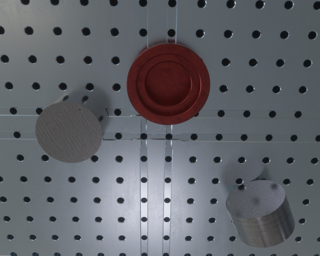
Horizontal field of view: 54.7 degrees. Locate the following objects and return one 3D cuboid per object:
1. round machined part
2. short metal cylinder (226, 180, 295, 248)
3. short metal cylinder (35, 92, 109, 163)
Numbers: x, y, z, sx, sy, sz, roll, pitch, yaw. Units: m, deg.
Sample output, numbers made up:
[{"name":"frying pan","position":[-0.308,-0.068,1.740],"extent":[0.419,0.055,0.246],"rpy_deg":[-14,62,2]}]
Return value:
[{"name":"round machined part","position":[0.010,-0.056,0.384],"extent":[0.099,0.042,0.097],"rpy_deg":[0,110,0]},{"name":"short metal cylinder","position":[0.138,0.116,0.428],"extent":[0.080,0.080,0.050],"rpy_deg":[-21,109,7]},{"name":"short metal cylinder","position":[-0.110,-0.002,0.398],"extent":[0.081,0.050,0.079],"rpy_deg":[0,110,0]}]
